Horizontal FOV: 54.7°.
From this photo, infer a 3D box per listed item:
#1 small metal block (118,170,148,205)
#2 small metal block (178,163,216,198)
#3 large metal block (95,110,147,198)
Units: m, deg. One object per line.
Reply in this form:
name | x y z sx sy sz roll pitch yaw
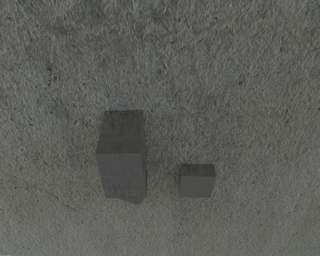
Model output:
small metal block | -0.047 0.080 0.458 0.050 0.050 0.025 23 126 -19
small metal block | 0.056 0.082 0.477 0.050 0.025 0.050 2 130 -2
large metal block | -0.045 0.033 0.399 0.050 0.080 0.079 -1 130 1
